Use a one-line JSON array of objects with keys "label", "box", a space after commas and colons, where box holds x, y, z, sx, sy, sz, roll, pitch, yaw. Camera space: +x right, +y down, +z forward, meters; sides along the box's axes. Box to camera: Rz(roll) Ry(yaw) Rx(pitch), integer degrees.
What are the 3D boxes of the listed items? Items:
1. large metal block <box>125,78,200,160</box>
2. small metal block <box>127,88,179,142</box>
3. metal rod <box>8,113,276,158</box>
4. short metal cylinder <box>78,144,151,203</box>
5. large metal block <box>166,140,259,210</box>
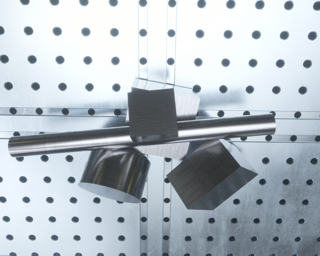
[{"label": "large metal block", "box": [-0.001, -0.012, 0.392, 0.081, 0.050, 0.079, 10, 110, -4]}, {"label": "small metal block", "box": [-0.007, -0.013, 0.338, 0.050, 0.025, 0.050, -5, 75, 2]}, {"label": "metal rod", "box": [-0.022, 0.009, 0.359, 0.302, 0.025, 0.025, -5, 110, 2]}, {"label": "short metal cylinder", "box": [-0.057, 0.060, 0.395, 0.080, 0.080, 0.050, 18, 66, -7]}, {"label": "large metal block", "box": [0.069, 0.060, 0.396, 0.080, 0.050, 0.080, -43, 149, 14]}]
